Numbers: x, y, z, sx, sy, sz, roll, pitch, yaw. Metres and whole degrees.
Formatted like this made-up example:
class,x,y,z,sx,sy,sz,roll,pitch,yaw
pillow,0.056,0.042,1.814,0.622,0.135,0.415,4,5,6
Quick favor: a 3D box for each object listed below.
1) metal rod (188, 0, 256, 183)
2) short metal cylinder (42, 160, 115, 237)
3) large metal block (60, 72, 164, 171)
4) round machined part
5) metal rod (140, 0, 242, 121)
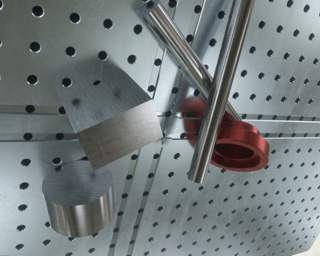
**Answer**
class,x,y,z,sx,sy,sz,roll,pitch,yaw
metal rod,0.081,-0.070,0.385,0.025,0.025,0.298,3,108,-30
short metal cylinder,-0.097,0.083,0.375,0.081,0.080,0.050,-12,124,-22
large metal block,-0.054,-0.012,0.340,0.080,0.080,0.050,-26,128,-13
round machined part,0.110,0.024,0.455,0.098,0.098,0.042,45,51,-40
metal rod,0.071,-0.047,0.423,0.025,0.025,0.300,-44,130,2
